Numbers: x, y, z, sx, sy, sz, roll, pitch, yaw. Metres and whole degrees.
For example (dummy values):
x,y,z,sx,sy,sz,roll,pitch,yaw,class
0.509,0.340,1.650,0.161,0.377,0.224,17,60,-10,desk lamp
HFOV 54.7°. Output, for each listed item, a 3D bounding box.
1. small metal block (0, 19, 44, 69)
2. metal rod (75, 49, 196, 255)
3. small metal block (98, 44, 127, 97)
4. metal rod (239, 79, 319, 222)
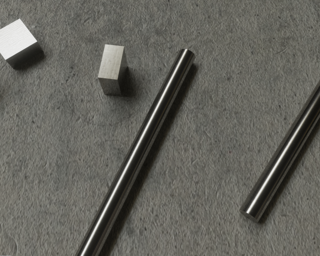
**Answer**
x,y,z,sx,sy,sz,roll,pitch,yaw,class
-0.209,-0.123,0.451,0.050,0.025,0.050,-36,74,-12,small metal block
-0.023,0.022,0.399,0.025,0.025,0.300,23,71,8,metal rod
-0.063,-0.077,0.423,0.025,0.050,0.050,7,70,2,small metal block
0.194,-0.009,0.412,0.025,0.025,0.300,34,73,11,metal rod
